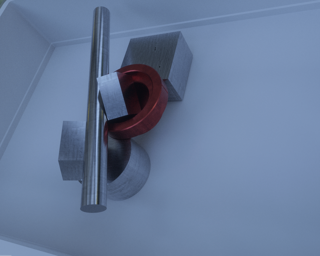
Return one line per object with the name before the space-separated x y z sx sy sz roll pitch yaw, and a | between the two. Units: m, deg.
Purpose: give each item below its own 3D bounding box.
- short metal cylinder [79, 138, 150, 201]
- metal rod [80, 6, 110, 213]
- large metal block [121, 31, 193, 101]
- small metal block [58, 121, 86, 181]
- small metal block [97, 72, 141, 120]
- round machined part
short metal cylinder | -0.059 0.045 0.390 0.080 0.050 0.080 -13 56 20
metal rod | -0.076 -0.047 0.381 0.025 0.025 0.299 -17 55 18
large metal block | -0.006 -0.085 0.440 0.080 0.050 0.080 0 62 28
small metal block | -0.098 0.027 0.354 0.025 0.050 0.050 2 56 -10
small metal block | -0.047 -0.038 0.373 0.025 0.050 0.050 -15 90 16
round machined part | -0.034 -0.029 0.390 0.098 0.042 0.098 -13 56 20
